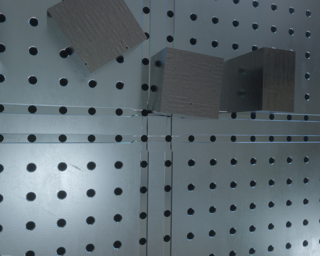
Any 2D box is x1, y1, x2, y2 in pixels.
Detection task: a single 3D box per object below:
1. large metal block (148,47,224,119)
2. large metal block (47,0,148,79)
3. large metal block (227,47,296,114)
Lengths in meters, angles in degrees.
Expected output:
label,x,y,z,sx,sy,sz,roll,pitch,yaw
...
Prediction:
label,x,y,z,sx,sy,sz,roll,pitch,yaw
large metal block,0.033,-0.055,0.411,0.081,0.050,0.080,6,88,-20
large metal block,-0.076,-0.116,0.371,0.080,0.050,0.080,-37,102,-16
large metal block,0.139,-0.061,0.434,0.050,0.080,0.080,2,90,-20
